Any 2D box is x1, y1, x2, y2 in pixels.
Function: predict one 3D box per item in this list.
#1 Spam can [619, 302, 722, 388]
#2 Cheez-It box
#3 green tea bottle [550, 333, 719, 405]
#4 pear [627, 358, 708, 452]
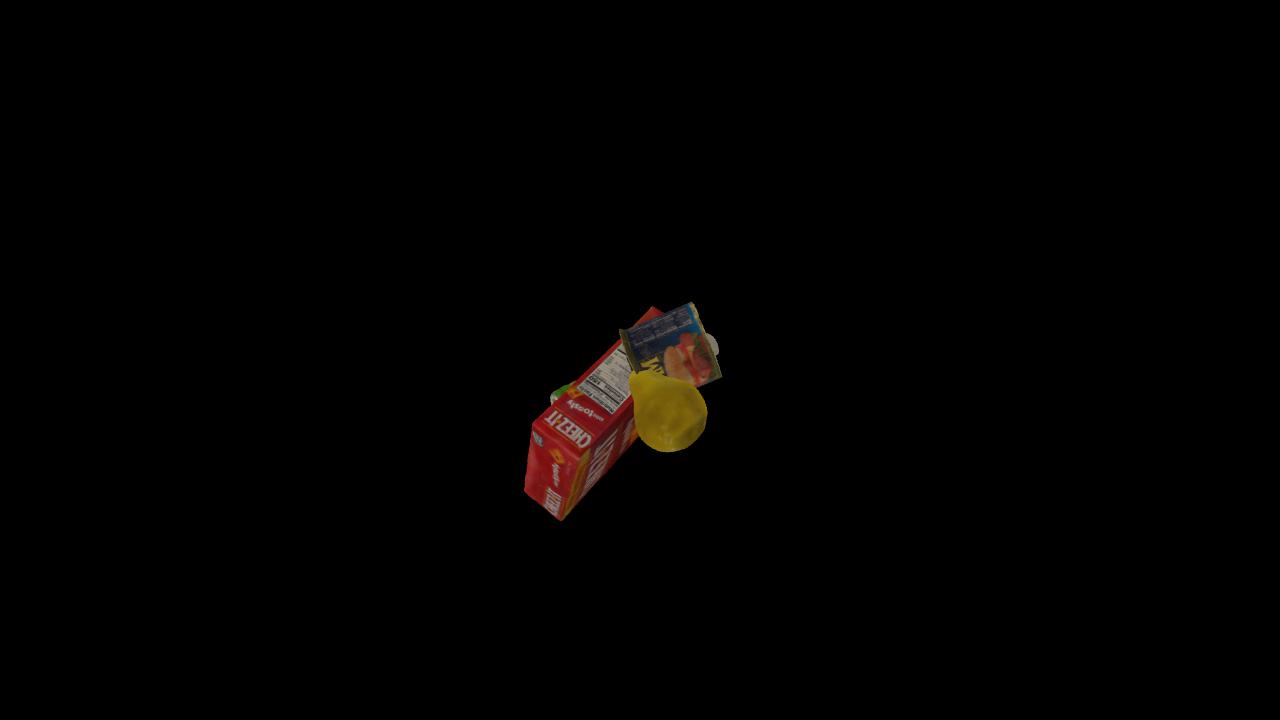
[{"bbox_3d":[0.035,-0.005,0.669,0.085,0.058,0.101,-23,-42,4],"label":"Spam can"},{"bbox_3d":[-0.037,0.063,0.725,0.071,0.166,0.223,35,53,13],"label":"Cheez-It box"},{"bbox_3d":[0.001,0.025,0.727,0.212,0.073,0.073,-26,11,-22],"label":"green tea bottle"},{"bbox_3d":[0.016,0.043,0.638,0.080,0.080,0.111,0,34,-49],"label":"pear"}]
